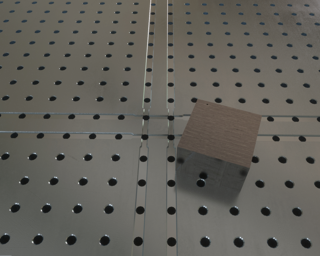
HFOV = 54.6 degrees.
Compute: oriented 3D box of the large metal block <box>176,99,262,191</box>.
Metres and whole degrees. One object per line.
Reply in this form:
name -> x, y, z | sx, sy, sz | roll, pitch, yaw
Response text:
large metal block -> 0.071, 0.019, 0.376 | 0.080, 0.050, 0.080 | 16, 52, 13
